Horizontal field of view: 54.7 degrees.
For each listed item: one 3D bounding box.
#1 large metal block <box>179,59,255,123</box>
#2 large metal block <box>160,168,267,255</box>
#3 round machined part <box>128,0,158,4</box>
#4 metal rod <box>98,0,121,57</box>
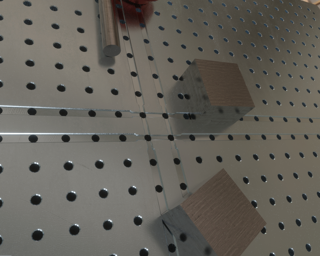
[{"bbox_3d":[0.085,-0.054,0.471,0.081,0.050,0.080,0,62,-29],"label":"large metal block"},{"bbox_3d":[0.062,0.107,0.360,0.081,0.050,0.080,-30,79,-38],"label":"large metal block"},{"bbox_3d":[-0.038,-0.251,0.528,0.099,0.042,0.098,16,54,-23],"label":"round machined part"},{"bbox_3d":[-0.091,-0.240,0.505,0.025,0.025,0.299,4,60,-26],"label":"metal rod"}]
